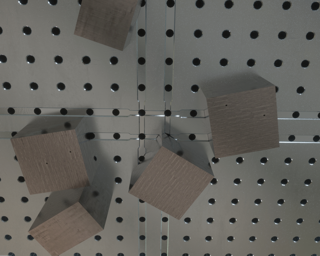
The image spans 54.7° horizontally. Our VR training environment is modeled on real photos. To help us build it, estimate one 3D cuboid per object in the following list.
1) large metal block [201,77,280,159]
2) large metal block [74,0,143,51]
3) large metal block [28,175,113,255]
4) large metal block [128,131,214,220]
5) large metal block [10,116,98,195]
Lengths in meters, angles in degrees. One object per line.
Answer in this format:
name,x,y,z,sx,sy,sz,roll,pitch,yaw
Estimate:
large metal block,0.101,-0.014,0.396,0.080,0.050,0.079,-11,110,3
large metal block,-0.049,-0.134,0.334,0.050,0.080,0.079,18,109,-7
large metal block,-0.118,0.115,0.425,0.080,0.080,0.050,-32,107,11
large metal block,0.014,0.065,0.424,0.080,0.050,0.080,31,107,-11
large metal block,-0.136,0.036,0.411,0.080,0.050,0.079,-9,110,3
